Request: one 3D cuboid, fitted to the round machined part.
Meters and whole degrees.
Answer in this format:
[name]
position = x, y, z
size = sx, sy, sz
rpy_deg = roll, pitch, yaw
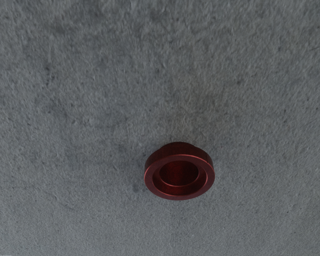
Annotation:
[round machined part]
position = 0.027, 0.058, 0.446
size = 0.099, 0.042, 0.097
rpy_deg = -1, 130, 0
